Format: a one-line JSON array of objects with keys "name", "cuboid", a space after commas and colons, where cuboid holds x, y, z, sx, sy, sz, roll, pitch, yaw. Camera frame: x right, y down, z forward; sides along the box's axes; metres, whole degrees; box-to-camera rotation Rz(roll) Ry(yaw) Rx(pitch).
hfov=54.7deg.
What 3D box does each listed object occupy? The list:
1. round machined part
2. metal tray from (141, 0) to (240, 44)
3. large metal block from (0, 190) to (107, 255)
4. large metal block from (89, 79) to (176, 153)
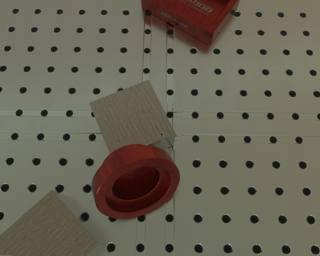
[{"name": "round machined part", "cuboid": [-0.030, 0.057, 0.358, 0.099, 0.098, 0.042, -23, 45, -8]}, {"name": "metal tray", "cuboid": [0.047, -0.199, 0.481, 0.130, 0.030, 0.090, 32, 73, 11]}, {"name": "large metal block", "cuboid": [-0.121, 0.130, 0.350, 0.080, 0.050, 0.080, -43, 76, -14]}, {"name": "large metal block", "cuboid": [-0.035, -0.004, 0.399, 0.080, 0.050, 0.080, -23, 72, -8]}]
